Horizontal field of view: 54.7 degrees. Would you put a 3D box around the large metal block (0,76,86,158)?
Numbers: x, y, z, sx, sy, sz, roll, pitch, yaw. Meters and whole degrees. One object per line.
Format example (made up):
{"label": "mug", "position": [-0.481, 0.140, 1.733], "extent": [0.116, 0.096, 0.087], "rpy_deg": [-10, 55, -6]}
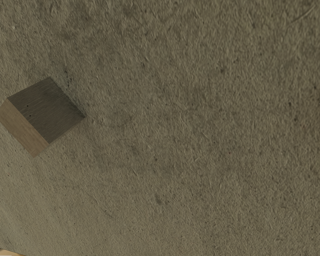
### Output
{"label": "large metal block", "position": [-0.172, -0.017, 0.452], "extent": [0.050, 0.080, 0.080], "rpy_deg": [-34, 99, 38]}
